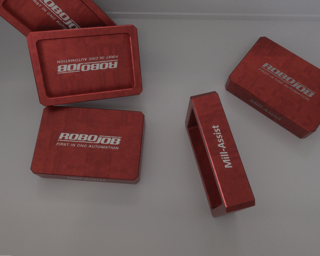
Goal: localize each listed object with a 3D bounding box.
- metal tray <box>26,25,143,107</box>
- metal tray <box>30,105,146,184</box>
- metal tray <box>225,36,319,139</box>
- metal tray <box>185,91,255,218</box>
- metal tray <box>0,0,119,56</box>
[{"bbox_3d":[-0.093,-0.082,0.399,0.131,0.030,0.089,-9,110,-12],"label":"metal tray"},{"bbox_3d":[-0.088,0.021,0.398,0.131,0.030,0.090,4,70,1],"label":"metal tray"},{"bbox_3d":[0.170,-0.058,0.429,0.130,0.030,0.090,36,74,12],"label":"metal tray"},{"bbox_3d":[0.064,0.034,0.362,0.030,0.090,0.130,-13,71,-5],"label":"metal tray"},{"bbox_3d":[-0.129,-0.143,0.399,0.090,0.130,0.030,-43,31,9],"label":"metal tray"}]
